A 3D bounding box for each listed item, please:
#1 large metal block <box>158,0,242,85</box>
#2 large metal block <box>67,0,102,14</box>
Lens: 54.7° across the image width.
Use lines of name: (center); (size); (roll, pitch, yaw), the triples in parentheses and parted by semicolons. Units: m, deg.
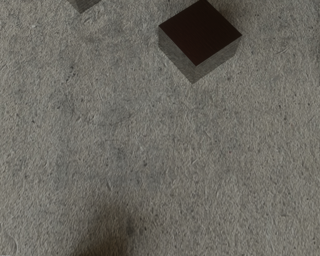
large metal block: (0.054, -0.123, 0.440); (0.080, 0.050, 0.080); (-36, 74, -12)
large metal block: (-0.111, -0.234, 0.464); (0.080, 0.080, 0.050); (-40, 75, -13)
